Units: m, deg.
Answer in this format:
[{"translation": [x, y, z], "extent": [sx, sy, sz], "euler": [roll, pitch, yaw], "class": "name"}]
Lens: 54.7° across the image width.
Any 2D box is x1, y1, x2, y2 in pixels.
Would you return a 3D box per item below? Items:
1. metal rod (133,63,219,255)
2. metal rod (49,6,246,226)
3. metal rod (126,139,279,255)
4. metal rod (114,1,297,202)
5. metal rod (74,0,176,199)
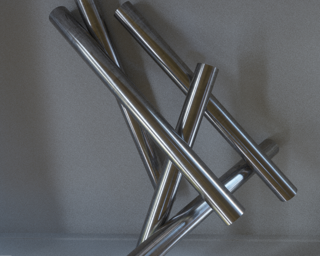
[{"translation": [0.006, 0.074, 0.352], "extent": [0.025, 0.025, 0.298], "euler": [18, 94, -7], "class": "metal rod"}, {"translation": [-0.022, -0.022, 0.335], "extent": [0.025, 0.025, 0.300], "euler": [-44, 79, 14], "class": "metal rod"}, {"translation": [0.040, 0.097, 0.354], "extent": [0.302, 0.025, 0.025], "euler": [-32, 111, -28], "class": "metal rod"}, {"translation": [0.057, -0.028, 0.371], "extent": [0.025, 0.025, 0.300], "euler": [-42, 94, 14], "class": "metal rod"}, {"translation": [-0.039, -0.027, 0.400], "extent": [0.025, 0.025, 0.299], "euler": [-19, 109, 7], "class": "metal rod"}]
